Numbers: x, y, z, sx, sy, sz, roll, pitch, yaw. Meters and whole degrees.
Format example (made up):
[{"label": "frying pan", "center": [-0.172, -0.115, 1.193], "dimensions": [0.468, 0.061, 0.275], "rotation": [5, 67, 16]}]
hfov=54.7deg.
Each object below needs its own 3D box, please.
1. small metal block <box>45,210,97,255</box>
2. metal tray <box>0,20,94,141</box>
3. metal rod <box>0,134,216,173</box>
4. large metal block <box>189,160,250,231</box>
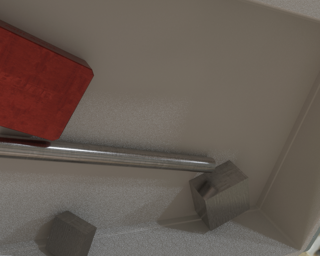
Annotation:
[{"label": "small metal block", "center": [-0.118, 0.147, 0.411], "dimensions": [0.025, 0.050, 0.050], "rotation": [-6, 117, -69]}, {"label": "metal tray", "center": [-0.143, -0.047, 0.298], "dimensions": [0.131, 0.030, 0.090], "rotation": [22, 106, -37]}, {"label": "metal rod", "center": [-0.046, 0.039, 0.408], "dimensions": [0.302, 0.025, 0.025], "rotation": [9, 114, -33]}, {"label": "large metal block", "center": [0.101, 0.113, 0.521], "dimensions": [0.081, 0.050, 0.080], "rotation": [-24, 128, -14]}]
